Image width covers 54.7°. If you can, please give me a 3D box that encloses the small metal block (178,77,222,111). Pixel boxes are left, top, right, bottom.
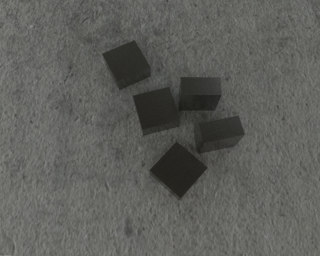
[{"bbox_3d":[0.051,-0.044,0.412,0.050,0.050,0.025,0,70,0],"label":"small metal block"}]

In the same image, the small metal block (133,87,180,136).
[{"bbox_3d":[-0.005,-0.022,0.416,0.050,0.025,0.050,-15,71,-6],"label":"small metal block"}]

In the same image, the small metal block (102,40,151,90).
[{"bbox_3d":[-0.047,-0.089,0.440,0.050,0.025,0.050,-26,72,-10],"label":"small metal block"}]

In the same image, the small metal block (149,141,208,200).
[{"bbox_3d":[0.023,0.054,0.389,0.050,0.025,0.050,41,75,13],"label":"small metal block"}]

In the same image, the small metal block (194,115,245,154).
[{"bbox_3d":[0.073,0.010,0.392,0.050,0.050,0.025,-12,71,-5],"label":"small metal block"}]
